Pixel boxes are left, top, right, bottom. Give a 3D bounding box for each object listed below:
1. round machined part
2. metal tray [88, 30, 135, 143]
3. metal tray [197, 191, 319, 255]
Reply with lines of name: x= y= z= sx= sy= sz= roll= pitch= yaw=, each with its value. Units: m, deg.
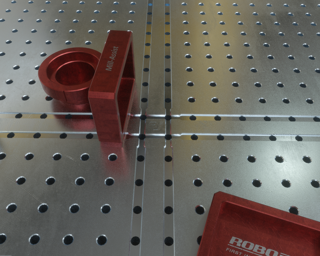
round machined part: x=-0.123 y=-0.072 z=0.456 sx=0.099 sy=0.042 sz=0.098 roll=0 pitch=50 yaw=0
metal tray: x=-0.059 y=-0.057 z=0.412 sx=0.030 sy=0.089 sz=0.130 roll=4 pitch=50 yaw=3
metal tray: x=0.105 y=0.124 z=0.301 sx=0.131 sy=0.030 sz=0.090 roll=16 pitch=52 yaw=12
